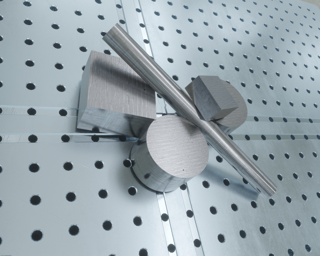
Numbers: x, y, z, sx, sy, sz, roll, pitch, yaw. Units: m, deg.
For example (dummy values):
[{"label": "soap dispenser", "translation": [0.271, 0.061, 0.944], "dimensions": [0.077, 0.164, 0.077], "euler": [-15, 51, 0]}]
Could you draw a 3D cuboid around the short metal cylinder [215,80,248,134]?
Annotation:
[{"label": "short metal cylinder", "translation": [0.077, -0.025, 0.444], "dimensions": [0.081, 0.050, 0.080], "euler": [14, 56, -21]}]

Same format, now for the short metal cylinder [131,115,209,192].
[{"label": "short metal cylinder", "translation": [0.011, 0.031, 0.375], "dimensions": [0.081, 0.050, 0.080], "euler": [14, 56, -21]}]

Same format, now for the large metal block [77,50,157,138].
[{"label": "large metal block", "translation": [-0.053, -0.039, 0.381], "dimensions": [0.081, 0.050, 0.080], "euler": [10, 57, -23]}]

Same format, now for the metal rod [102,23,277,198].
[{"label": "metal rod", "translation": [0.048, -0.011, 0.391], "dimensions": [0.300, 0.025, 0.025], "euler": [43, 50, -17]}]

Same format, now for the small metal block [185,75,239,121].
[{"label": "small metal block", "translation": [0.066, -0.038, 0.389], "dimensions": [0.050, 0.025, 0.050], "euler": [-11, 66, -52]}]
